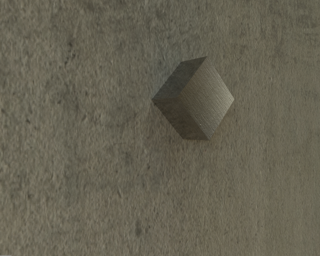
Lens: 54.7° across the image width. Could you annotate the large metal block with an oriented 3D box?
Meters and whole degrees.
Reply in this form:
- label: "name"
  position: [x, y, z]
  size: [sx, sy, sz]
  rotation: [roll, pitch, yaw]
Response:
- label: "large metal block"
  position: [0.048, -0.040, 0.431]
  size: [0.080, 0.050, 0.080]
  rotation: [51, 60, -28]
